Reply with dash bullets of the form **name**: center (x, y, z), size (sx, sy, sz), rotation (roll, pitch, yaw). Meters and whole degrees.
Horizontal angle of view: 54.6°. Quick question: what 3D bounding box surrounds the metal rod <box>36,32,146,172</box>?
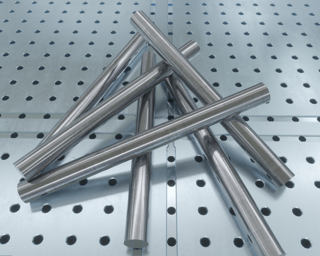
- **metal rod**: center (-0.092, -0.054, 0.452), size (0.025, 0.025, 0.301), rotation (19, 52, 15)

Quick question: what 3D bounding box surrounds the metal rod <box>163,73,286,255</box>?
- **metal rod**: center (0.061, 0.019, 0.391), size (0.025, 0.025, 0.300), rotation (-15, 52, -12)

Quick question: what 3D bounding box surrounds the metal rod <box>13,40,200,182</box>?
- **metal rod**: center (-0.049, -0.038, 0.405), size (0.025, 0.025, 0.301), rotation (35, 58, 25)

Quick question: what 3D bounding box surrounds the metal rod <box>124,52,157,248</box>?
- **metal rod**: center (-0.021, 0.001, 0.406), size (0.025, 0.025, 0.300), rotation (1, 50, 1)

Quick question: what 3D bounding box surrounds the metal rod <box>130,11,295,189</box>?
- **metal rod**: center (0.056, -0.049, 0.404), size (0.025, 0.025, 0.300), rotation (-31, 70, -23)

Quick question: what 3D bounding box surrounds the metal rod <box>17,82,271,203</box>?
- **metal rod**: center (-0.014, 0.015, 0.358), size (0.301, 0.025, 0.025), rotation (-23, 53, -4)
